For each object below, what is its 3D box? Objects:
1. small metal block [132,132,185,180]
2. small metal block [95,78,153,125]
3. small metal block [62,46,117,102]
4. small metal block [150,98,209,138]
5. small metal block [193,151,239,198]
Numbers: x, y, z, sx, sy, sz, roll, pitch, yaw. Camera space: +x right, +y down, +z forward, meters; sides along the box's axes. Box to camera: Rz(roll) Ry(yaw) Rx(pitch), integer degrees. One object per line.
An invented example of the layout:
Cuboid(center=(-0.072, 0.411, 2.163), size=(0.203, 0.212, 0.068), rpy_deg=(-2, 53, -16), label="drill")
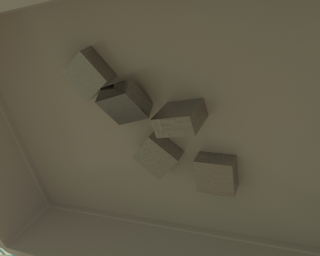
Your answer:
Cuboid(center=(-0.003, 0.037, 0.432), size=(0.050, 0.025, 0.050), rpy_deg=(39, 129, 1), label="small metal block")
Cuboid(center=(-0.046, -0.032, 0.399), size=(0.050, 0.025, 0.050), rpy_deg=(-12, 138, 33), label="small metal block")
Cuboid(center=(-0.094, -0.072, 0.412), size=(0.050, 0.025, 0.050), rpy_deg=(49, 128, -7), label="small metal block")
Cuboid(center=(0.024, -0.012, 0.371), size=(0.050, 0.050, 0.025), rpy_deg=(-5, 116, 30), label="small metal block")
Cuboid(center=(0.074, 0.060, 0.406), size=(0.050, 0.025, 0.050), rpy_deg=(4, 120, 25), label="small metal block")
